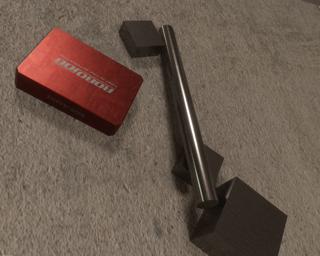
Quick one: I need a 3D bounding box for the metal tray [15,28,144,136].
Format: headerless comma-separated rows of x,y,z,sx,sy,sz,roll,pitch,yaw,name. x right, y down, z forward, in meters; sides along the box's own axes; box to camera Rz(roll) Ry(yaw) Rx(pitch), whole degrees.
-0.096,-0.058,0.386,0.131,0.030,0.090,29,52,-10,metal tray

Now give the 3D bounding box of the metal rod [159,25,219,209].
0.031,-0.038,0.423,0.025,0.025,0.299,8,51,-24,metal rod

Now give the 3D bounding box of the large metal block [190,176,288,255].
0.095,0.119,0.368,0.080,0.050,0.080,38,51,-3,large metal block

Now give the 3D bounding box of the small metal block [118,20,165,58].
-0.028,-0.136,0.473,0.050,0.025,0.050,-14,69,-34,small metal block

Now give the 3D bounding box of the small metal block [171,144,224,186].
0.050,0.048,0.403,0.050,0.025,0.050,35,51,-6,small metal block
